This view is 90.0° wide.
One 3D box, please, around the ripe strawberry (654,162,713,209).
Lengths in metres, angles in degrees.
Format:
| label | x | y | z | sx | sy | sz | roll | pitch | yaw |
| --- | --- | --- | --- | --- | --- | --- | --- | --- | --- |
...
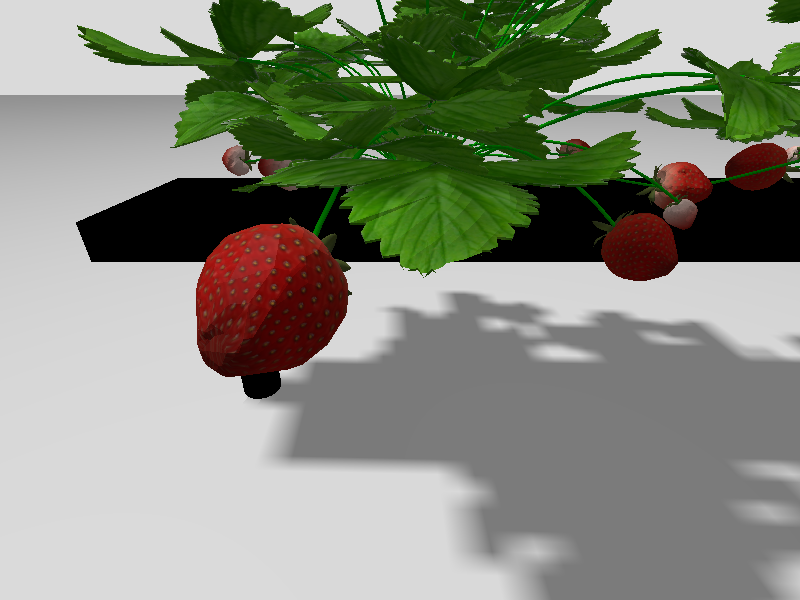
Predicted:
| label | x | y | z | sx | sy | sz | roll | pitch | yaw |
| --- | --- | --- | --- | --- | --- | --- | --- | --- | --- |
| ripe strawberry | 0.206 | -0.082 | 0.292 | 0.035 | 0.035 | 0.038 | 8 | 30 | 14 |

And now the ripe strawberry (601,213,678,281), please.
| label | x | y | z | sx | sy | sz | roll | pitch | yaw |
| --- | --- | --- | --- | --- | --- | --- | --- | --- | --- |
| ripe strawberry | 0.117 | -0.024 | 0.194 | 0.030 | 0.032 | 0.033 | -15 | 51 | -26 |

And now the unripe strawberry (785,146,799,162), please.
| label | x | y | z | sx | sy | sz | roll | pitch | yaw |
| --- | --- | --- | --- | --- | --- | --- | --- | --- | --- |
| unripe strawberry | 0.456 | -0.168 | 0.466 | 0.017 | 0.020 | 0.019 | -3 | 9 | -5 |

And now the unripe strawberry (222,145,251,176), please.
| label | x | y | z | sx | sy | sz | roll | pitch | yaw |
| --- | --- | --- | --- | --- | --- | --- | --- | --- | --- |
| unripe strawberry | -0.167 | -0.143 | 0.409 | 0.028 | 0.029 | 0.025 | 11 | 30 | 20 |

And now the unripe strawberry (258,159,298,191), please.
| label | x | y | z | sx | sy | sz | roll | pitch | yaw |
| --- | --- | --- | --- | --- | --- | --- | --- | --- | --- |
| unripe strawberry | -0.104 | -0.120 | 0.357 | 0.045 | 0.043 | 0.041 | 4 | 29 | 8 |

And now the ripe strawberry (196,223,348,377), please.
| label | x | y | z | sx | sy | sz | roll | pitch | yaw |
| --- | --- | --- | --- | --- | --- | --- | --- | --- | --- |
| ripe strawberry | -0.043 | 0.002 | 0.126 | 0.048 | 0.050 | 0.052 | 7 | 30 | 13 |

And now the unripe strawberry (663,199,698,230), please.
| label | x | y | z | sx | sy | sz | roll | pitch | yaw |
| --- | --- | --- | --- | --- | --- | --- | --- | --- | --- |
| unripe strawberry | 0.183 | -0.055 | 0.260 | 0.018 | 0.019 | 0.021 | -25 | 9 | 40 |

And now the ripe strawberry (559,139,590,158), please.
| label | x | y | z | sx | sy | sz | roll | pitch | yaw |
| --- | --- | --- | --- | --- | --- | --- | --- | --- | --- |
| ripe strawberry | 0.193 | -0.160 | 0.439 | 0.031 | 0.031 | 0.034 | -17 | 33 | -29 |

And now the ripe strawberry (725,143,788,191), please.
| label | x | y | z | sx | sy | sz | roll | pitch | yaw |
| --- | --- | --- | --- | --- | --- | --- | --- | --- | --- |
| ripe strawberry | 0.314 | -0.118 | 0.357 | 0.042 | 0.041 | 0.039 | 3 | 29 | 7 |
